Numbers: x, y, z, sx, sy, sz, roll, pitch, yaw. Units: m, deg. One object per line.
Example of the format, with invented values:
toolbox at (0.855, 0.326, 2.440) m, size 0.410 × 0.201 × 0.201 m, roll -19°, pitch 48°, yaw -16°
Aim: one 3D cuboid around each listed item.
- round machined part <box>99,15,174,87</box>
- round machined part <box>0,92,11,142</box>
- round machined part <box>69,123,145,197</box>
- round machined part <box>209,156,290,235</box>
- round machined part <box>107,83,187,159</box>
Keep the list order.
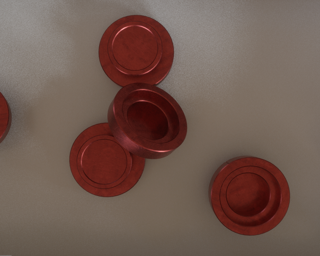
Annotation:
round machined part at (-0.031, -0.099, 0.402) m, size 0.099 × 0.042 × 0.097 m, roll 0°, pitch 90°, yaw 0°
round machined part at (-0.241, -0.012, 0.391) m, size 0.099 × 0.042 × 0.098 m, roll 3°, pitch 80°, yaw -17°
round machined part at (-0.069, 0.042, 0.402) m, size 0.099 × 0.042 × 0.097 m, roll 0°, pitch 90°, yaw 0°
round machined part at (0.112, 0.084, 0.404) m, size 0.099 × 0.042 × 0.097 m, roll 0°, pitch 90°, yaw 0°
round machined part at (-0.019, -0.005, 0.386) m, size 0.099 × 0.042 × 0.098 m, roll 17°, pitch 52°, yaw -22°
